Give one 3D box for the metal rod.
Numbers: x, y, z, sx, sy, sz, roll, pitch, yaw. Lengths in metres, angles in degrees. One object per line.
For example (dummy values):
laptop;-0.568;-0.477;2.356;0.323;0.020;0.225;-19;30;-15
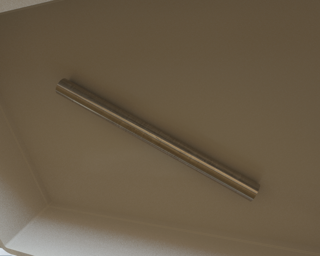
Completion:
metal rod;-0.010;0.011;0.417;0.301;0.025;0.025;29;128;9
